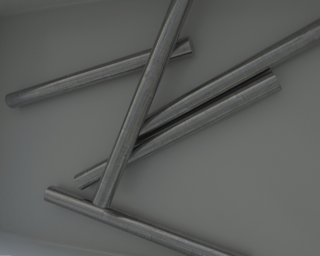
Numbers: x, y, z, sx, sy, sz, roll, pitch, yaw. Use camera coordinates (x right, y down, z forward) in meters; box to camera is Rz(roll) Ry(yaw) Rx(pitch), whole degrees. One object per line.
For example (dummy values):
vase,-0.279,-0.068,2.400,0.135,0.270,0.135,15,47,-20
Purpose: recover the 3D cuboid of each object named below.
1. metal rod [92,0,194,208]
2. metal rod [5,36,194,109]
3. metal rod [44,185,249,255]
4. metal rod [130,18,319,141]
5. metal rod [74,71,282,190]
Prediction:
metal rod,-0.021,-0.037,0.390,0.025,0.025,0.298,25,98,18
metal rod,-0.098,-0.074,0.445,0.301,0.025,0.025,-13,86,19
metal rod,-0.029,0.134,0.420,0.301,0.025,0.025,14,95,19
metal rod,0.079,-0.056,0.382,0.300,0.025,0.025,-28,81,17
metal rod,0.010,0.011,0.406,0.300,0.025,0.025,-28,81,17
